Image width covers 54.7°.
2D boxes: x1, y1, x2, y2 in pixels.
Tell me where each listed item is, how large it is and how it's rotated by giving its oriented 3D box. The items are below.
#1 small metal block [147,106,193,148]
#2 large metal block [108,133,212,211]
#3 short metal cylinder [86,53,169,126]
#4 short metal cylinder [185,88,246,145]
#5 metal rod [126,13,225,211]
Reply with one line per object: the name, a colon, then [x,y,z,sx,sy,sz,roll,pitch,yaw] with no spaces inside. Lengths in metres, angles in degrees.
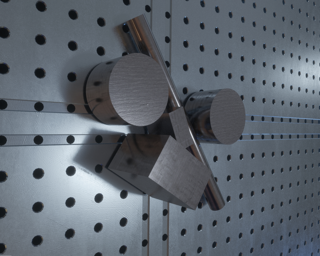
small metal block: [0.010,0.001,0.396,0.025,0.050,0.050,-27,107,-37]
large metal block: [0.000,0.050,0.368,0.080,0.080,0.050,41,66,-32]
short metal cylinder: [-0.037,-0.042,0.357,0.081,0.050,0.079,0,90,-40]
short metal cylinder: [0.081,-0.016,0.456,0.081,0.050,0.079,0,90,-40]
metal rod: [0.029,-0.008,0.429,0.025,0.025,0.299,-39,114,-33]
